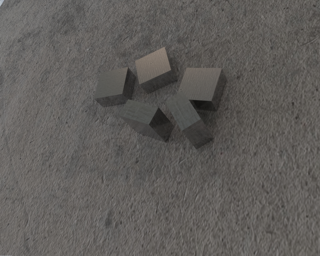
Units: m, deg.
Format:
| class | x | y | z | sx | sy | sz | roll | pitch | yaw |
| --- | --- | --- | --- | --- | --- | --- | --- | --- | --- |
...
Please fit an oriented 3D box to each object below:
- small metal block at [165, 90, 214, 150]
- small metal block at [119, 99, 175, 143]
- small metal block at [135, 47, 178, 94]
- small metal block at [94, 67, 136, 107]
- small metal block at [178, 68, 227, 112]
| class | x | y | z | sx | sy | sz | roll | pitch | yaw |
| --- | --- | --- | --- | --- | --- | --- | --- | --- | --- |
| small metal block | 0.036 | -0.009 | 0.375 | 0.025 | 0.050 | 0.050 | -33 | 52 | 7 |
| small metal block | -0.017 | -0.009 | 0.402 | 0.050 | 0.050 | 0.025 | 17 | 71 | 35 |
| small metal block | -0.006 | -0.085 | 0.459 | 0.050 | 0.025 | 0.050 | -23 | 53 | 14 |
| small metal block | -0.069 | -0.063 | 0.478 | 0.050 | 0.025 | 0.050 | -7 | 59 | 24 |
| small metal block | 0.054 | -0.051 | 0.407 | 0.050 | 0.025 | 0.050 | 7 | 65 | 31 |
